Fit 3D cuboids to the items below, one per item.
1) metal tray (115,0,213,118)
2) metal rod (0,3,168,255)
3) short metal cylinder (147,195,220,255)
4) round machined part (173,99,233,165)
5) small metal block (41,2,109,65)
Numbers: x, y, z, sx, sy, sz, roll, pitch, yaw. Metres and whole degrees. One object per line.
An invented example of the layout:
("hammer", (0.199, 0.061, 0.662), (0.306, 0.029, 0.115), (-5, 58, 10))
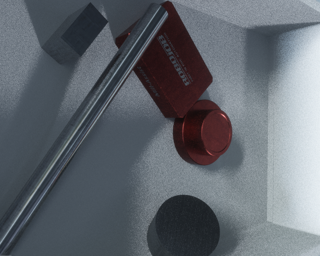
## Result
("metal tray", (0.011, -0.088, 0.415), (0.090, 0.030, 0.130), (-50, 120, -28))
("metal rod", (-0.076, -0.011, 0.321), (0.025, 0.025, 0.300), (41, 72, -33))
("short metal cylinder", (0.028, 0.132, 0.390), (0.081, 0.050, 0.080), (8, 51, -10))
("round machined part", (0.069, 0.006, 0.456), (0.099, 0.042, 0.097), (0, 90, -40))
("small metal block", (-0.088, -0.096, 0.318), (0.025, 0.050, 0.050), (45, 63, -32))
